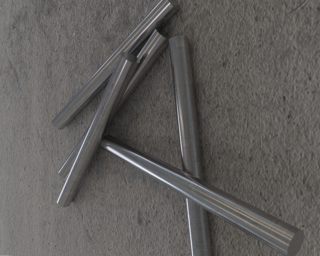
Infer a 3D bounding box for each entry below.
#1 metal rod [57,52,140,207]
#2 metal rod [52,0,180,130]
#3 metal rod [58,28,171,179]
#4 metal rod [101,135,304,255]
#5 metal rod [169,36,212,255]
[{"bbox_3d":[-0.103,0.020,0.468,0.025,0.025,0.298,50,126,28],"label":"metal rod"},{"bbox_3d":[-0.083,-0.084,0.473,0.299,0.025,0.025,-38,67,33],"label":"metal rod"},{"bbox_3d":[-0.080,-0.021,0.471,0.298,0.025,0.025,-50,61,28],"label":"metal rod"},{"bbox_3d":[0.015,0.058,0.360,0.300,0.025,0.025,21,103,48],"label":"metal rod"},{"bbox_3d":[0.038,0.038,0.373,0.025,0.025,0.298,-10,84,39],"label":"metal rod"}]
